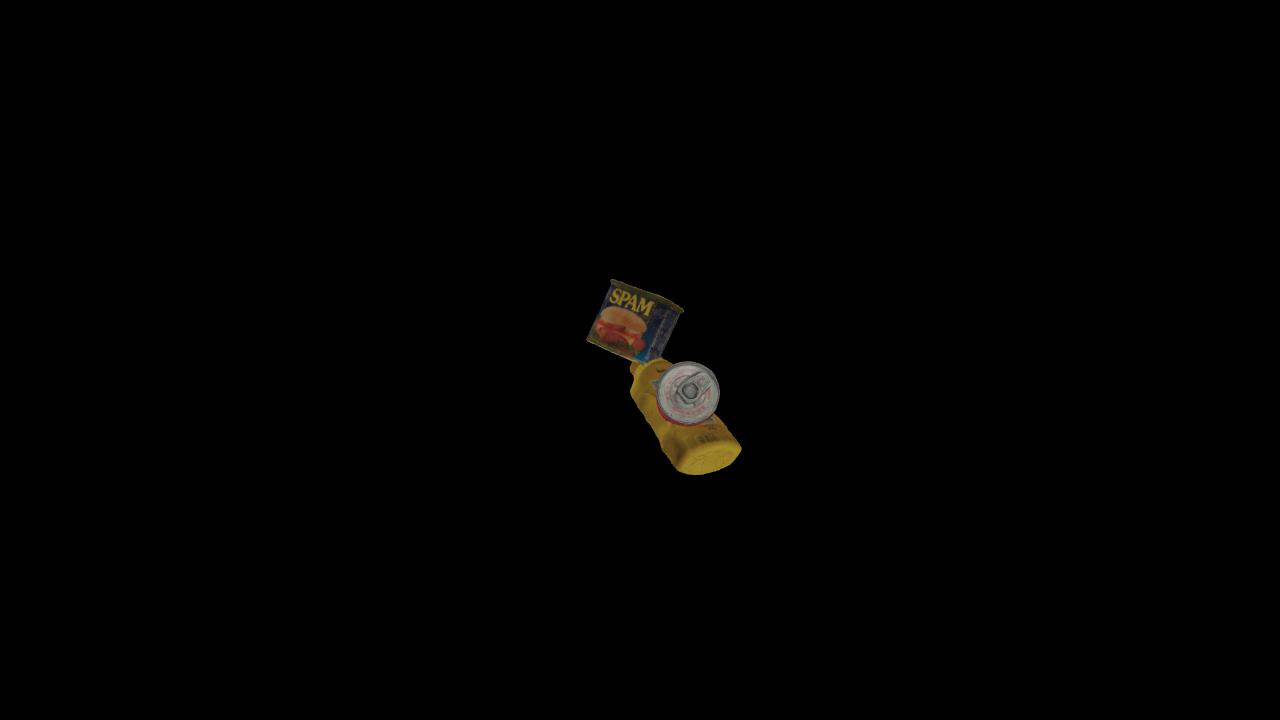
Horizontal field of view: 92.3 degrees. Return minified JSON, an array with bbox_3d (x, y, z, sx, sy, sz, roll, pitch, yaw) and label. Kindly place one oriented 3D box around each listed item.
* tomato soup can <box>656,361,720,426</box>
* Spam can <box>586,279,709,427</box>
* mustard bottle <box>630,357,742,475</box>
[{"bbox_3d":[0.051,0.046,0.691,0.068,0.068,0.101,0,-14,0],"label":"tomato soup can"},{"bbox_3d":[-0.008,-0.043,0.763,0.101,0.085,0.058,25,0,38],"label":"Spam can"},{"bbox_3d":[0.037,0.048,0.721,0.092,0.054,0.184,-3,43,-35],"label":"mustard bottle"}]
